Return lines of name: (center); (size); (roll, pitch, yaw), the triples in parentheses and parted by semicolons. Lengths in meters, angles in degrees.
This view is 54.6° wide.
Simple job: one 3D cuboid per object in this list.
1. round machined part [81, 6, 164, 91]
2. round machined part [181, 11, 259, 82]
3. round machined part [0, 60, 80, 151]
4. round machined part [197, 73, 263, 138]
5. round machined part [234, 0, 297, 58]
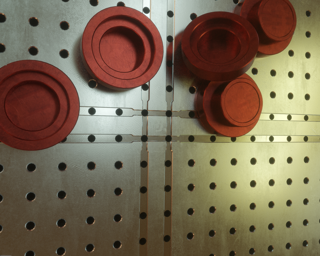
round machined part: (-0.049, -0.095, 0.385); (0.099, 0.042, 0.097); (0, 90, -20)
round machined part: (0.078, -0.104, 0.416); (0.098, 0.042, 0.098); (-2, 67, 5)
round machined part: (-0.143, -0.025, 0.351); (0.099, 0.042, 0.097); (0, 90, -20)
round machined part: (0.106, -0.035, 0.442); (0.099, 0.042, 0.097); (0, 90, -20)
round machined part: (0.162, -0.158, 0.463); (0.099, 0.042, 0.097); (0, 90, -20)
